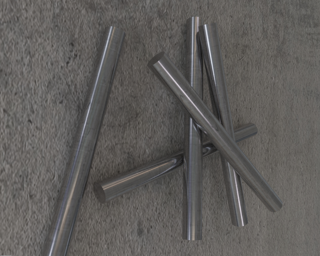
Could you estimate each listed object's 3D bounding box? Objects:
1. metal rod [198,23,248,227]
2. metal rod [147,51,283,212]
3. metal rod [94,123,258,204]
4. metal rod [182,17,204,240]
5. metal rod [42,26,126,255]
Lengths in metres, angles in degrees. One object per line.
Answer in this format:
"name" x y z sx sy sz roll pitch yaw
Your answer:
"metal rod" 0.094 0.004 0.447 0.025 0.025 0.298 -22 106 -38
"metal rod" 0.087 0.021 0.414 0.300 0.025 0.025 47 62 -26
"metal rod" 0.045 0.038 0.442 0.302 0.025 0.025 -17 101 -39
"metal rod" 0.045 -0.008 0.417 0.025 0.025 0.299 12 75 -39
"metal rod" -0.084 0.032 0.333 0.025 0.025 0.299 21 77 -38
